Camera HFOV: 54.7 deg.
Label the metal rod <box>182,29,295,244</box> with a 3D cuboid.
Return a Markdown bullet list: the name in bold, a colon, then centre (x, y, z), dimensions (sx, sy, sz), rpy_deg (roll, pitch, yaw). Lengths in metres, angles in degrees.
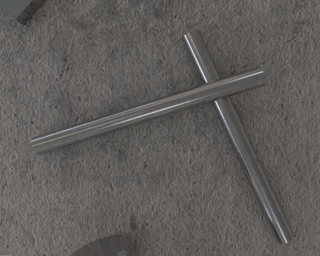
- **metal rod**: centre (0.103, 0.011, 0.410), dimensions (0.025, 0.025, 0.299), rpy_deg (-25, 90, 0)

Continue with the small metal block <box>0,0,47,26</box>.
- **small metal block**: centre (-0.188, -0.173, 0.408), dimensions (0.050, 0.025, 0.050), rpy_deg (41, 90, 0)

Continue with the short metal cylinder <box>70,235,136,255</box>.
- **short metal cylinder**: centre (-0.067, 0.173, 0.382), dimensions (0.080, 0.080, 0.050), rpy_deg (-15, 90, 0)

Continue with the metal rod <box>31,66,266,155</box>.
- **metal rod**: centre (-0.019, -0.020, 0.394), dimensions (0.301, 0.025, 0.025), rpy_deg (-17, 90, 6)
